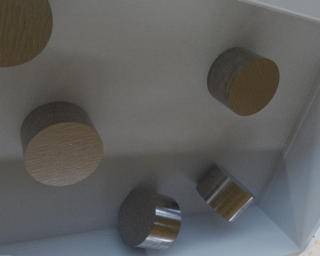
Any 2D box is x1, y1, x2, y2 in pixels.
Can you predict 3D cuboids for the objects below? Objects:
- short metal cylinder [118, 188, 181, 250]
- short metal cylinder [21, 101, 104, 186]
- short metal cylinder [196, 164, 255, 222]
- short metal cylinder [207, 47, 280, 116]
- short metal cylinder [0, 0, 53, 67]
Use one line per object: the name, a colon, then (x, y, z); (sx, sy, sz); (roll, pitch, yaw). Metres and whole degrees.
short metal cylinder: (-0.016, 0.132, 0.448); (0.050, 0.080, 0.080); (27, 103, -38)
short metal cylinder: (-0.109, 0.017, 0.344); (0.081, 0.050, 0.079); (-14, 125, -21)
short metal cylinder: (0.104, 0.103, 0.496); (0.050, 0.080, 0.080); (-50, 129, 7)
short metal cylinder: (0.111, -0.063, 0.417); (0.081, 0.050, 0.079); (-14, 125, -21)
short metal cylinder: (-0.136, -0.097, 0.259); (0.081, 0.050, 0.079); (-14, 125, -21)
